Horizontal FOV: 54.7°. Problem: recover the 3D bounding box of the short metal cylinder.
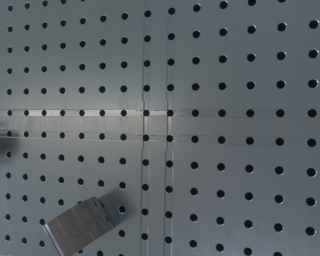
[{"bbox_3d":[-0.109,0.137,0.422,0.080,0.080,0.050,-37,78,16],"label":"short metal cylinder"}]
